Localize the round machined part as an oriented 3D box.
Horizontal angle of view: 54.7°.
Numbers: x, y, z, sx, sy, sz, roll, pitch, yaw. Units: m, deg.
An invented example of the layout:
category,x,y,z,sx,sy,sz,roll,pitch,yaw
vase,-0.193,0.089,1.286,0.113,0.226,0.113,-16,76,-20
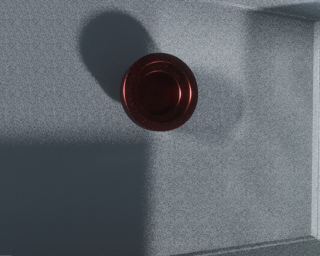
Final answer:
category,x,y,z,sx,sy,sz,roll,pitch,yaw
round machined part,-0.004,-0.044,0.401,0.099,0.042,0.097,0,90,-21
